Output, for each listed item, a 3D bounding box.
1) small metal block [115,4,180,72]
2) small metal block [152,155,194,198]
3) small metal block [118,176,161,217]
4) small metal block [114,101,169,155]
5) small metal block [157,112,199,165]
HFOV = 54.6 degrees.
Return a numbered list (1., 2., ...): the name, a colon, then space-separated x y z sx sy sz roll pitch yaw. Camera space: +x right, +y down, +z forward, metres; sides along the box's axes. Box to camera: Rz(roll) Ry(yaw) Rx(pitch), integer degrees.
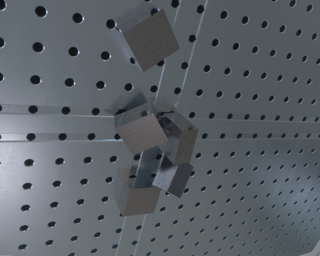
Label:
1. small metal block: -0.013 -0.099 0.343 0.050 0.025 0.050 -34 129 -6
2. small metal block: 0.020 0.068 0.442 0.050 0.025 0.050 -65 149 -12
3. small metal block: -0.030 0.100 0.456 0.050 0.025 0.050 1 118 -29
4. small metal block: -0.023 0.001 0.389 0.050 0.025 0.050 -22 129 9
5. small metal block: 0.022 0.013 0.414 0.025 0.050 0.050 -4 120 -29
